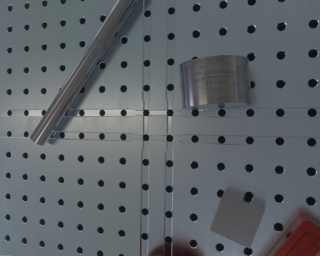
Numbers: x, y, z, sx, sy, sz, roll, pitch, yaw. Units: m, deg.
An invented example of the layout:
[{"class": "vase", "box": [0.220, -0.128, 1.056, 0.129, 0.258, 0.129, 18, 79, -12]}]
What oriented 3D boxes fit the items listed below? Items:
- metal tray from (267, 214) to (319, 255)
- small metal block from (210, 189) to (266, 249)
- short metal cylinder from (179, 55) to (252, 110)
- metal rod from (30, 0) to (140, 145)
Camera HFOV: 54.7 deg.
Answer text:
[{"class": "metal tray", "box": [0.164, 0.176, 0.351, 0.090, 0.030, 0.129, 36, 101, 16]}, {"class": "small metal block", "box": [0.095, 0.110, 0.379, 0.050, 0.025, 0.050, 21, 97, 18]}, {"class": "short metal cylinder", "box": [0.064, -0.050, 0.361, 0.080, 0.080, 0.050, -4, 89, 20]}, {"class": "metal rod", "box": [-0.101, -0.098, 0.448, 0.025, 0.025, 0.299, 40, 102, 15]}]
